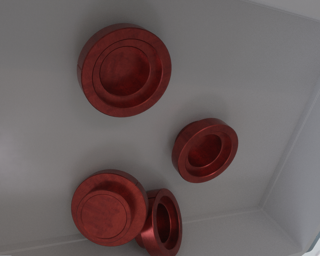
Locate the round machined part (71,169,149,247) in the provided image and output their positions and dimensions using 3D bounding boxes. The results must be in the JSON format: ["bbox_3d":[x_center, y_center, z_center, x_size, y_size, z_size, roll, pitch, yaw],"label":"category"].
[{"bbox_3d":[-0.066,0.105,0.393,0.099,0.042,0.097,1,96,5],"label":"round machined part"}]

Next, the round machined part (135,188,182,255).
[{"bbox_3d":[-0.006,0.141,0.458,0.042,0.098,0.098,-14,134,24],"label":"round machined part"}]

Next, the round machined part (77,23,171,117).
[{"bbox_3d":[-0.041,-0.064,0.336,0.099,0.042,0.097,-14,124,-21],"label":"round machined part"}]

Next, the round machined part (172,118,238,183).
[{"bbox_3d":[0.060,0.028,0.448,0.099,0.042,0.097,-14,124,-21],"label":"round machined part"}]
